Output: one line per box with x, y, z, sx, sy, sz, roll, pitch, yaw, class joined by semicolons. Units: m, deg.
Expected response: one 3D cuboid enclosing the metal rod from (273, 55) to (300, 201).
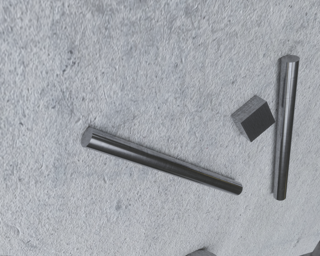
0.214;0.018;0.534;0.025;0.025;0.298;-23;127;-15;metal rod

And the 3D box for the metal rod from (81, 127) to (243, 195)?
0.024;0.059;0.456;0.302;0.025;0.025;23;106;-37;metal rod

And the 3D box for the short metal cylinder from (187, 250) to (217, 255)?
0.082;0.284;0.592;0.081;0.080;0.050;-17;125;-19;short metal cylinder

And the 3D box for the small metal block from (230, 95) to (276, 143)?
0.144;-0.014;0.476;0.050;0.025;0.050;-40;130;-1;small metal block
